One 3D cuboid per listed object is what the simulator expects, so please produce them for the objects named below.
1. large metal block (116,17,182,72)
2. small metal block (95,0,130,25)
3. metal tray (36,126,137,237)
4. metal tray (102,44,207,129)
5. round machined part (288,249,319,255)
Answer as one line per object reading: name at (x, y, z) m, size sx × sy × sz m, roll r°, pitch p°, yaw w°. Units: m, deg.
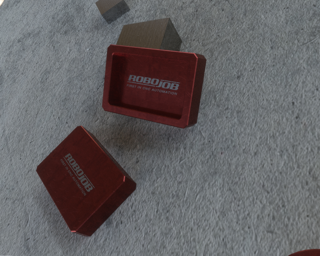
large metal block at (-0.021, -0.114, 0.468) m, size 0.080 × 0.050 × 0.080 m, roll 1°, pitch 62°, yaw 28°
small metal block at (-0.091, -0.234, 0.596) m, size 0.050 × 0.025 × 0.050 m, roll -33°, pitch 52°, yaw 7°
metal tray at (-0.102, 0.066, 0.414) m, size 0.090 × 0.030 × 0.130 m, roll -46°, pitch 51°, yaw -4°
metal tray at (-0.012, -0.057, 0.403) m, size 0.130 × 0.030 × 0.089 m, roll 13°, pitch 103°, yaw 27°
round machined part at (0.129, 0.147, 0.235) m, size 0.098 × 0.042 × 0.098 m, roll -13°, pitch 56°, yaw 21°
